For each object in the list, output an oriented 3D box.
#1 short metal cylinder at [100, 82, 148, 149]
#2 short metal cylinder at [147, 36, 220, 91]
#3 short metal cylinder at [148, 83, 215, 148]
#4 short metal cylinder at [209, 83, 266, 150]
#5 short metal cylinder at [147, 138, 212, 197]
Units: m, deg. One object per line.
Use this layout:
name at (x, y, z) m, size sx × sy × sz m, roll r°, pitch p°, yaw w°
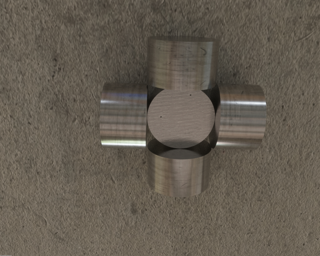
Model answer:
short metal cylinder at (-0.041, -0.015, 0.376) m, size 0.050 × 0.080 × 0.079 m, roll 2°, pitch 110°, yaw -1°
short metal cylinder at (0.025, -0.076, 0.353) m, size 0.081 × 0.080 × 0.050 m, roll 2°, pitch 111°, yaw -1°
short metal cylinder at (0.025, -0.021, 0.391) m, size 0.081 × 0.050 × 0.079 m, roll 0°, pitch 110°, yaw -1°
short metal cylinder at (0.091, -0.014, 0.378) m, size 0.050 × 0.080 × 0.079 m, roll 2°, pitch 110°, yaw -1°
short metal cylinder at (0.024, 0.046, 0.399) m, size 0.081 × 0.080 × 0.050 m, roll 0°, pitch 110°, yaw -1°
